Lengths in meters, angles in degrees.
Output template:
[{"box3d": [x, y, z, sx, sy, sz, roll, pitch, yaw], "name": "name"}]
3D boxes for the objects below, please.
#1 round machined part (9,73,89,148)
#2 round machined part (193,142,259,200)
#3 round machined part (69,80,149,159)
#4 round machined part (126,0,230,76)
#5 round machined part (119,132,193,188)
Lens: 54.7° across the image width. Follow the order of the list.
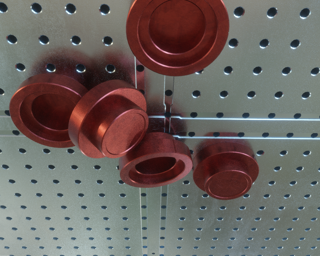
[{"box3d": [-0.125, -0.025, 0.378, 0.099, 0.042, 0.097, 0, 130, 0], "name": "round machined part"}, {"box3d": [0.099, 0.071, 0.462, 0.099, 0.042, 0.097, -1, 130, 0], "name": "round machined part"}, {"box3d": [-0.052, -0.004, 0.361, 0.099, 0.042, 0.097, -34, 145, -28], "name": "round machined part"}, {"box3d": [0.017, -0.105, 0.312, 0.099, 0.042, 0.097, -1, 130, 0], "name": "round machined part"}, {"box3d": [-0.007, 0.041, 0.424, 0.099, 0.042, 0.098, -8, 145, -6], "name": "round machined part"}]
